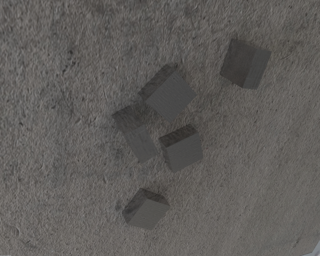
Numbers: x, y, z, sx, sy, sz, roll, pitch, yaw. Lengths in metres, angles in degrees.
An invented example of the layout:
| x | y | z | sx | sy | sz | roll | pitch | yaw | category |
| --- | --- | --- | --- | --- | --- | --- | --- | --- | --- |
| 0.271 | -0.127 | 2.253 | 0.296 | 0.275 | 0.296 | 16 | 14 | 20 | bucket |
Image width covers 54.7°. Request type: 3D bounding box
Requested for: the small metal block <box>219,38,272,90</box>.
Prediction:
| x | y | z | sx | sy | sz | roll | pitch | yaw | category |
| --- | --- | --- | --- | --- | --- | --- | --- | --- | --- |
| 0.109 | -0.083 | 0.399 | 0.025 | 0.050 | 0.050 | 1 | 118 | -29 | small metal block |

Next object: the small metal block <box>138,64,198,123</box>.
| x | y | z | sx | sy | sz | roll | pitch | yaw | category |
| --- | --- | --- | --- | --- | --- | --- | --- | --- | --- |
| 0.010 | -0.042 | 0.386 | 0.050 | 0.025 | 0.050 | -46 | 129 | 4 | small metal block |

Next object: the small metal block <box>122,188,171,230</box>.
| x | y | z | sx | sy | sz | roll | pitch | yaw | category |
| --- | --- | --- | --- | --- | --- | --- | --- | --- | --- |
| -0.021 | 0.124 | 0.472 | 0.050 | 0.025 | 0.050 | 29 | 102 | -38 | small metal block |

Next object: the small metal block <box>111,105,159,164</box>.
| x | y | z | sx | sy | sz | roll | pitch | yaw | category |
| --- | --- | --- | --- | --- | --- | --- | --- | --- | --- |
| -0.031 | 0.008 | 0.379 | 0.025 | 0.050 | 0.050 | -31 | 129 | -8 | small metal block |

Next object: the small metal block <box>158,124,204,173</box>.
| x | y | z | sx | sy | sz | roll | pitch | yaw | category |
| --- | --- | --- | --- | --- | --- | --- | --- | --- | --- |
| 0.031 | 0.029 | 0.442 | 0.050 | 0.025 | 0.050 | -25 | 128 | -13 | small metal block |
